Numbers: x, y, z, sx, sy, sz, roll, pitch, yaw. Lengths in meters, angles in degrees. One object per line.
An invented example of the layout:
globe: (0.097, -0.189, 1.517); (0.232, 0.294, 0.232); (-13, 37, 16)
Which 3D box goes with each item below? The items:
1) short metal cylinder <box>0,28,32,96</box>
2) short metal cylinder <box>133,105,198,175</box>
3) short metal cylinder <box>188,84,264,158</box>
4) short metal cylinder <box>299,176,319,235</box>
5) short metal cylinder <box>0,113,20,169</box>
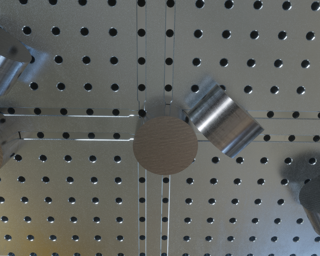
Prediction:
short metal cylinder: (-0.197, -0.081, 0.351); (0.080, 0.080, 0.050); (38, 106, -13)
short metal cylinder: (0.007, 0.014, 0.406); (0.081, 0.050, 0.079); (0, 110, -1)
short metal cylinder: (0.081, -0.009, 0.382); (0.080, 0.080, 0.050); (40, 105, -14)
short metal cylinder: (0.242, 0.107, 0.427); (0.080, 0.080, 0.050); (-28, 108, 9)
short metal cylinder: (-0.235, 0.021, 0.405); (0.081, 0.050, 0.079); (0, 110, -1)
